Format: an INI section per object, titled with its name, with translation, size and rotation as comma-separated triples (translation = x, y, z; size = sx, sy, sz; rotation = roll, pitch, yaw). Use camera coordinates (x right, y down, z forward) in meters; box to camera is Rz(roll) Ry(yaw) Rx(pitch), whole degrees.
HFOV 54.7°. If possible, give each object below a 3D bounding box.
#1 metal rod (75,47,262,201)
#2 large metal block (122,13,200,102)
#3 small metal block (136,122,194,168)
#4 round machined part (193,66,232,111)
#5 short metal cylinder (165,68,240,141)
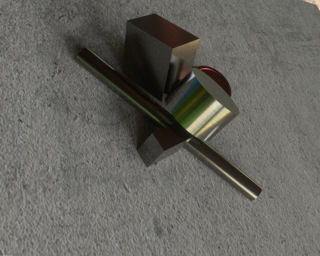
[metal rod]
translation = 0.014, -0.004, 0.417
size = 0.300, 0.025, 0.025
rotation = 39, 51, -3
[large metal block]
translation = -0.002, -0.095, 0.415
size = 0.080, 0.079, 0.050
rotation = 38, 48, 26
[small metal block]
translation = 0.006, 0.020, 0.383
size = 0.050, 0.050, 0.025
rotation = -23, 74, -37
[round machined part]
translation = 0.067, -0.054, 0.465
size = 0.099, 0.042, 0.098
rotation = 14, 56, -21
[short metal cylinder]
translation = 0.053, -0.030, 0.390
size = 0.080, 0.050, 0.080
rotation = 36, 24, -19
